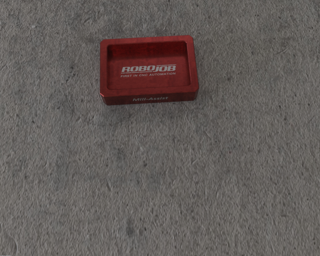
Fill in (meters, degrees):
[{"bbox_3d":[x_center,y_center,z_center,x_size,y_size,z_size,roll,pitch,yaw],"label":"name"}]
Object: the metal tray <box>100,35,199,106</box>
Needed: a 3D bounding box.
[{"bbox_3d":[-0.016,-0.081,0.434,0.131,0.030,0.090,-3,70,-2],"label":"metal tray"}]
